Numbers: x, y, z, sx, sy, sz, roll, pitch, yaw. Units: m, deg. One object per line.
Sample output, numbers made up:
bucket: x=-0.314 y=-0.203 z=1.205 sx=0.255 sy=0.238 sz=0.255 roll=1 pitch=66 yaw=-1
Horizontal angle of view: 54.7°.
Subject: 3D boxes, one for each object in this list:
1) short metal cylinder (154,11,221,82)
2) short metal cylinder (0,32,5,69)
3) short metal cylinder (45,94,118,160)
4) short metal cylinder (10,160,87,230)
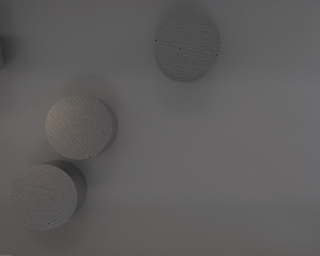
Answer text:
short metal cylinder: x=0.034 y=-0.102 z=0.399 sx=0.081 sy=0.050 sz=0.080 roll=0 pitch=90 yaw=0
short metal cylinder: x=-0.240 y=-0.101 z=0.382 sx=0.080 sy=0.080 sz=0.050 roll=-7 pitch=90 yaw=0
short metal cylinder: x=-0.098 y=-0.002 z=0.398 sx=0.081 sy=0.050 sz=0.080 roll=0 pitch=90 yaw=0
short metal cylinder: x=-0.140 y=0.084 z=0.398 sx=0.081 sy=0.050 sz=0.080 roll=0 pitch=90 yaw=0
